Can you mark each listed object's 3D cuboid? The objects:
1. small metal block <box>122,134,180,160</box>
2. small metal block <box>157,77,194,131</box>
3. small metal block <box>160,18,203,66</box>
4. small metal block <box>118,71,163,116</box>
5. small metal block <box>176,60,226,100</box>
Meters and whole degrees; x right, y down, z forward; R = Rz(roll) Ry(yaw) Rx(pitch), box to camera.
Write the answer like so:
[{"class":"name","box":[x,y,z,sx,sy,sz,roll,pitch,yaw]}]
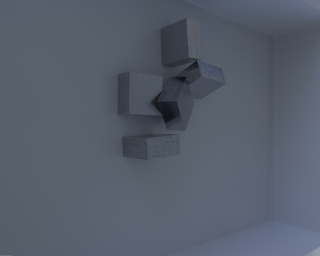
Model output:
[{"class":"small metal block","box":[-0.011,0.022,0.381,0.050,0.050,0.025,-5,94,-40]},{"class":"small metal block","box":[0.022,-0.032,0.406,0.050,0.025,0.050,-67,149,-41]},{"class":"small metal block","box":[0.028,-0.112,0.412,0.025,0.050,0.050,-4,91,-40]},{"class":"small metal block","box":[-0.024,-0.041,0.386,0.050,0.025,0.050,1,90,-40]},{"class":"small metal block","box":[0.054,-0.065,0.432,0.050,0.050,0.025,7,63,-40]}]
